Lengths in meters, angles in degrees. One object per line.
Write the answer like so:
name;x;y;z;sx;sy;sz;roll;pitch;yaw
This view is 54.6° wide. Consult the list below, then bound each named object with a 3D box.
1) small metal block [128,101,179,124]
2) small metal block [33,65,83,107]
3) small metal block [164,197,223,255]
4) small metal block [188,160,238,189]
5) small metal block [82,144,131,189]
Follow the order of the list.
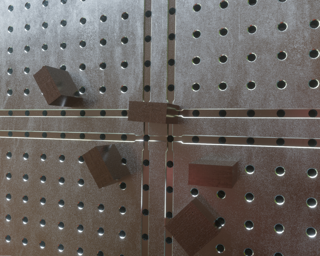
small metal block;-0.007;-0.020;0.402;0.050;0.050;0.025;5;92;20
small metal block;-0.148;-0.059;0.452;0.025;0.050;0.050;-34;79;17
small metal block;0.043;0.126;0.398;0.050;0.025;0.050;-46;76;14
small metal block;0.065;0.054;0.376;0.050;0.050;0.025;2;91;20
small metal block;-0.072;0.051;0.425;0.025;0.050;0.050;-33;79;17
